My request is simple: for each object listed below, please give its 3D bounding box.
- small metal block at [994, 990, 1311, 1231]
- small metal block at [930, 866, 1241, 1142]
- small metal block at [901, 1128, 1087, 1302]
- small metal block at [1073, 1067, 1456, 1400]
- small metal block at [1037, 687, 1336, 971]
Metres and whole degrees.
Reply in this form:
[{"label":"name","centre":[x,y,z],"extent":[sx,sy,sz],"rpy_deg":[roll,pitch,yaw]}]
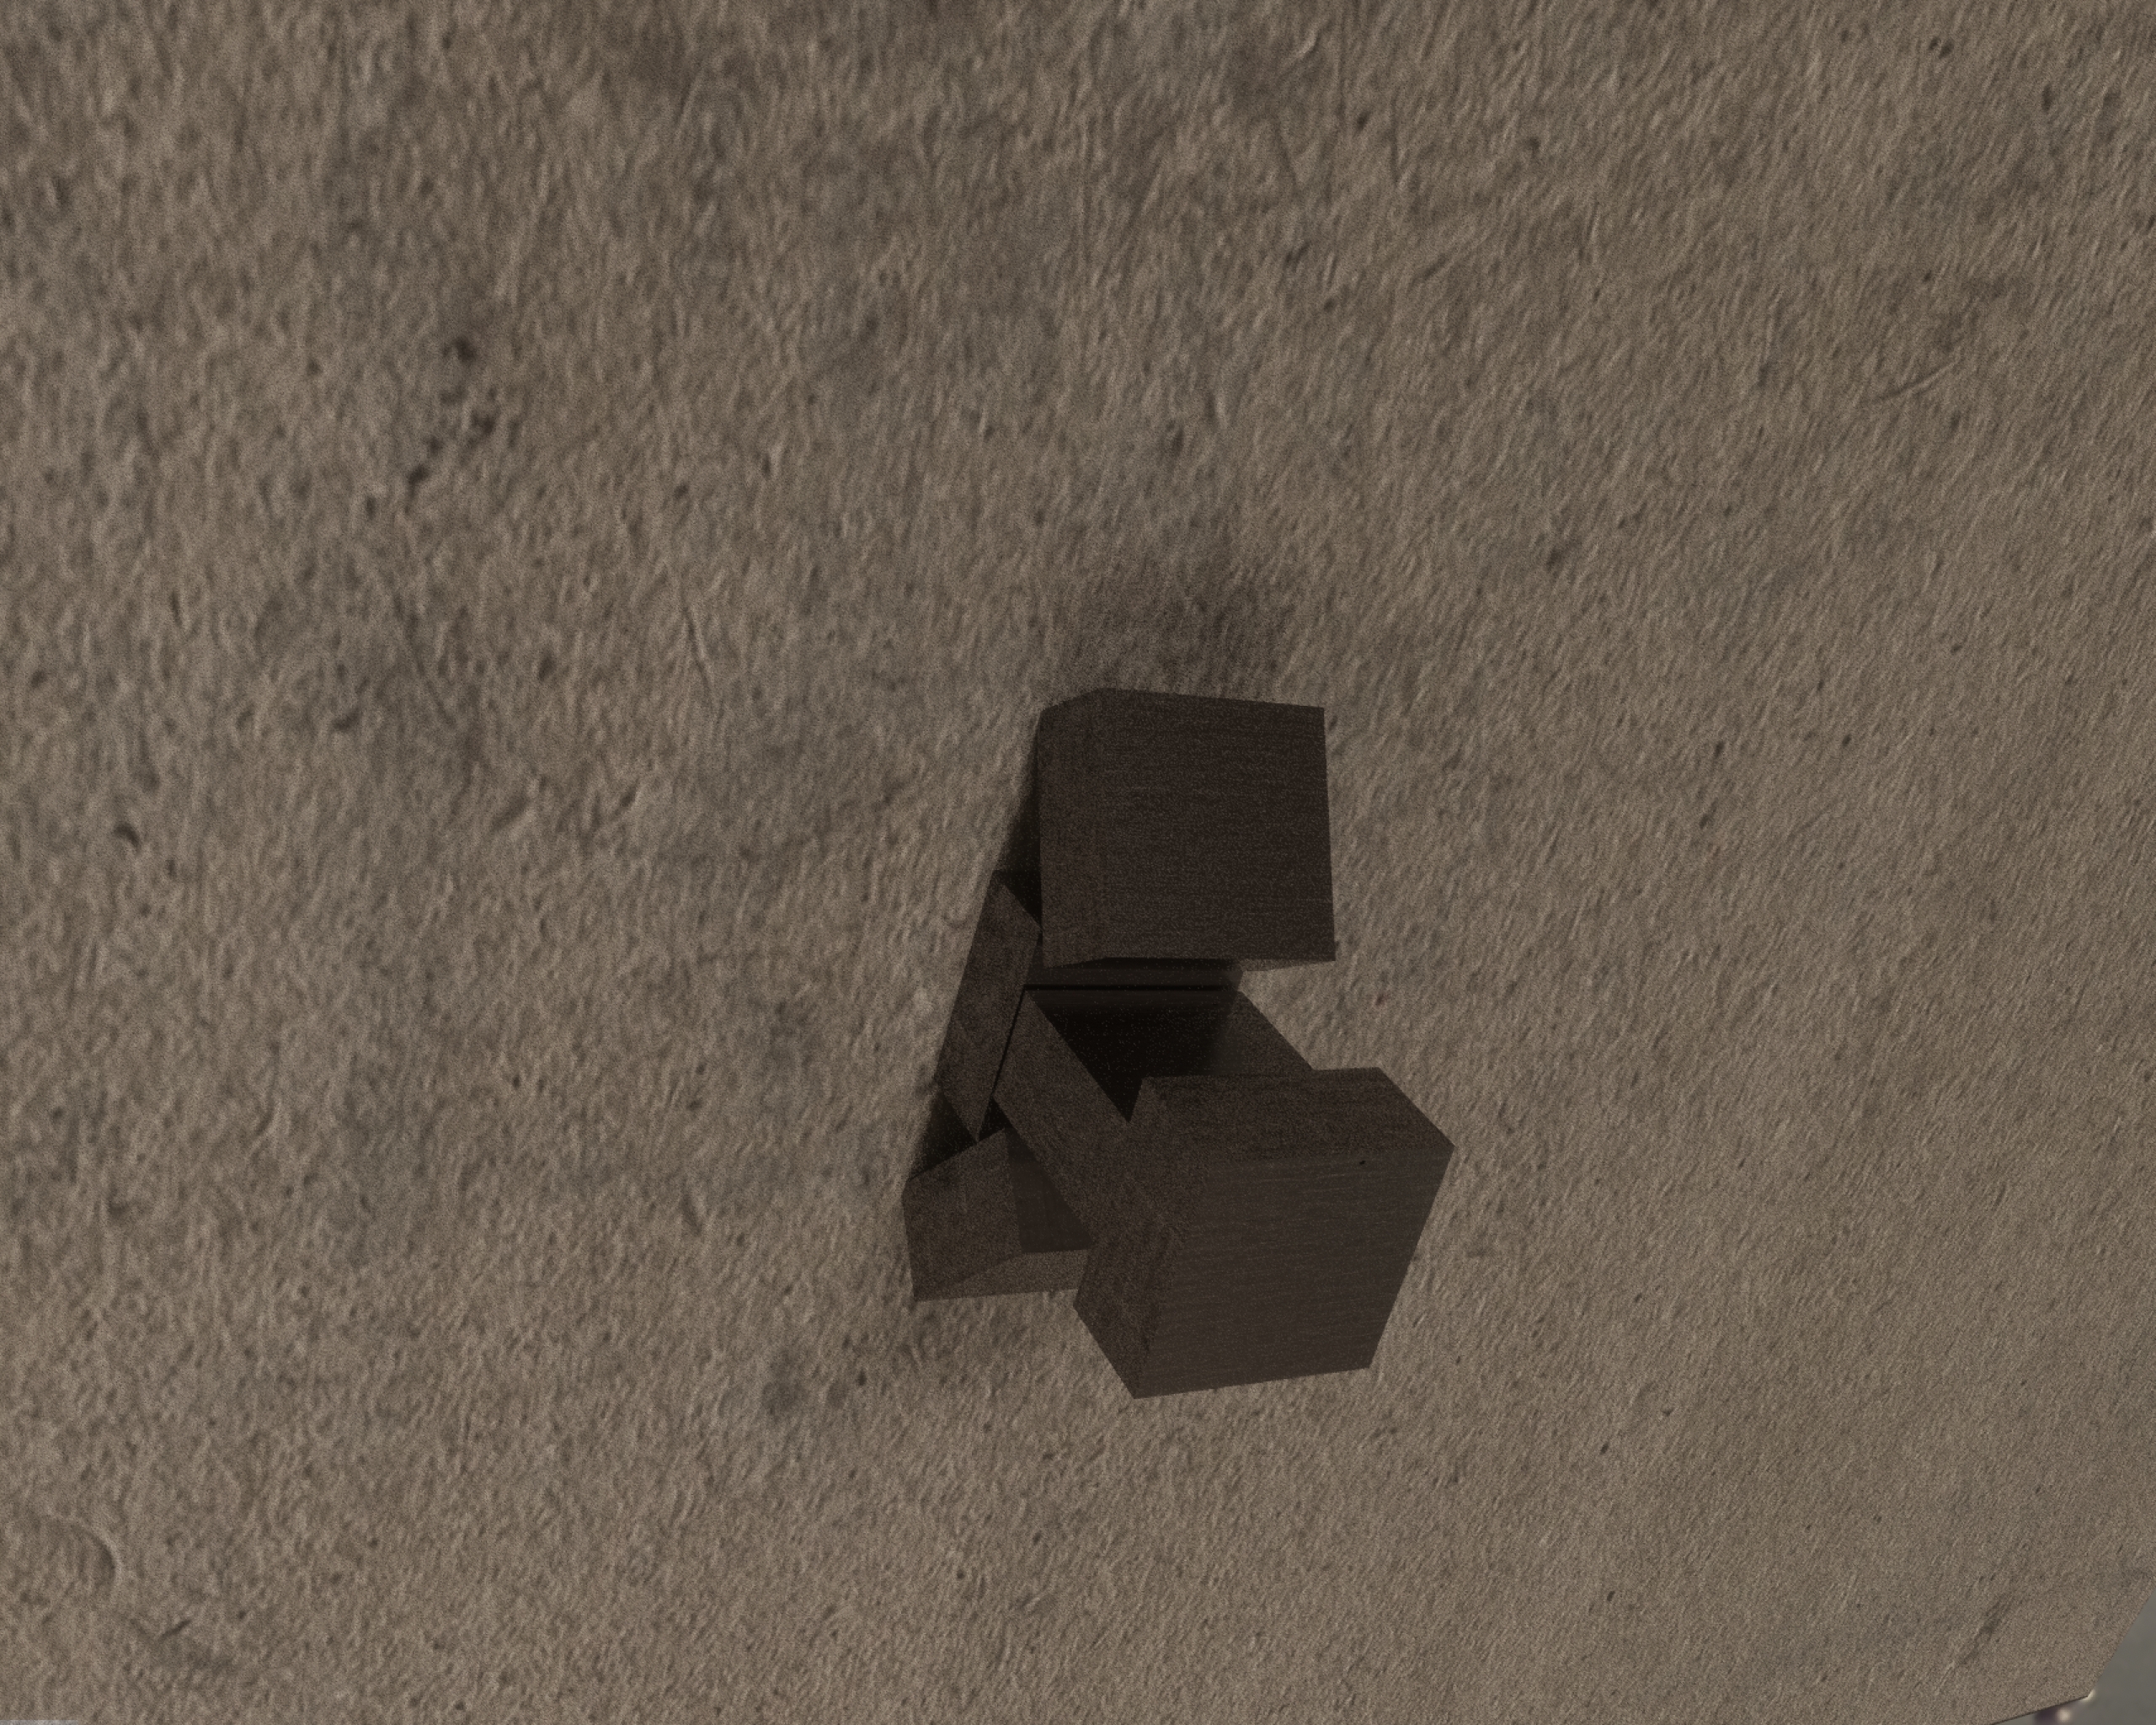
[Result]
[{"label":"small metal block","centre":[0.019,0.048,0.401],"extent":[0.050,0.050,0.025],"rpy_deg":[2,117,-30]},{"label":"small metal block","centre":[0.003,0.029,0.431],"extent":[0.050,0.025,0.050],"rpy_deg":[2,117,-30]},{"label":"small metal block","centre":[-0.003,0.073,0.438],"extent":[0.050,0.025,0.050],"rpy_deg":[2,158,-30]},{"label":"small metal block","centre":[0.032,0.065,0.371],"extent":[0.050,0.025,0.050],"rpy_deg":[1,118,-29]},{"label":"small metal block","centre":[0.021,-0.005,0.403],"extent":[0.050,0.025,0.050],"rpy_deg":[3,81,-30]}]
